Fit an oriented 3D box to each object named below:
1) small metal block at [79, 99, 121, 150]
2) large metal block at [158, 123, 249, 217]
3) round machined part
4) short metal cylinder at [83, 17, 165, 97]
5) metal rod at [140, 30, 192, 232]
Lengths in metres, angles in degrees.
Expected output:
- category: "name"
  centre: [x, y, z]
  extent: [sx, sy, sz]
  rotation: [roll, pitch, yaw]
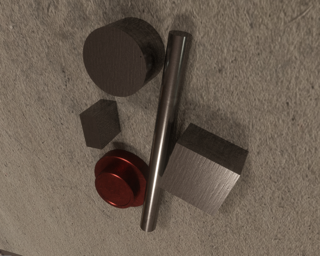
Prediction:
- category: "small metal block"
  centre: [-0.081, -0.006, 0.428]
  extent: [0.025, 0.050, 0.050]
  rotation: [9, 122, 23]
- category: "large metal block"
  centre: [0.054, 0.053, 0.394]
  extent: [0.080, 0.050, 0.079]
  rotation: [27, 128, 10]
- category: "round machined part"
  centre: [-0.061, 0.085, 0.479]
  extent: [0.098, 0.042, 0.097]
  rotation: [13, 124, 20]
- category: "short metal cylinder"
  centre: [-0.041, -0.083, 0.360]
  extent: [0.080, 0.050, 0.079]
  rotation: [13, 124, 20]
- category: "metal rod"
  centre: [0.002, 0.025, 0.407]
  extent: [0.025, 0.025, 0.298]
  rotation: [19, 122, 16]
